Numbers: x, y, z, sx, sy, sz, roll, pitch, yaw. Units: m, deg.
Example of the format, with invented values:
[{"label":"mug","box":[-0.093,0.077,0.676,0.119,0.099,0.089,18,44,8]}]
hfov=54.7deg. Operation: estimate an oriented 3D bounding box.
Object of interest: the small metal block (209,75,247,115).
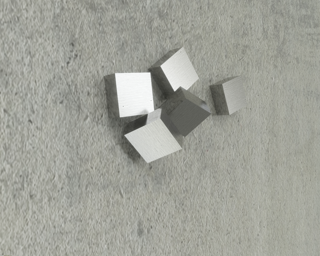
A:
[{"label":"small metal block","box":[0.111,-0.052,0.497,0.050,0.025,0.050,-27,107,-37]}]

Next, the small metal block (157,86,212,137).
[{"label":"small metal block","box":[0.030,-0.020,0.411,0.050,0.050,0.025,26,31,-37]}]

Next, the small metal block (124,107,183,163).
[{"label":"small metal block","box":[-0.007,0.010,0.379,0.050,0.050,0.025,54,24,-27]}]

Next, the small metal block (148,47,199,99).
[{"label":"small metal block","box":[0.020,-0.074,0.421,0.050,0.025,0.050,-46,118,-30]}]

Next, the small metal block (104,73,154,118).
[{"label":"small metal block","box":[-0.037,-0.040,0.374,0.050,0.025,0.050,-10,96,-39]}]
